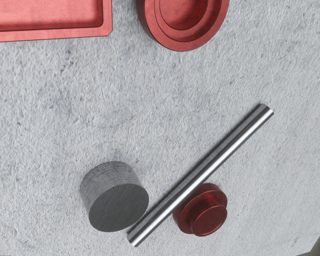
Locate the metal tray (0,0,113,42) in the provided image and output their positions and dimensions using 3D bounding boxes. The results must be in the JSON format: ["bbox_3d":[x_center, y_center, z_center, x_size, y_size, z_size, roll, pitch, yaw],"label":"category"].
[{"bbox_3d":[-0.109,-0.124,0.267,0.131,0.030,0.089,-11,123,-23],"label":"metal tray"}]

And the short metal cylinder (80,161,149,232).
[{"bbox_3d":[-0.062,0.091,0.415,0.081,0.050,0.079,-14,125,-21],"label":"short metal cylinder"}]

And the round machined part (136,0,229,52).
[{"bbox_3d":[0.021,-0.134,0.326,0.099,0.042,0.097,-14,125,-21],"label":"round machined part"}]

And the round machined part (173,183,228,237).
[{"bbox_3d":[0.075,0.146,0.530,0.099,0.042,0.097,-14,125,-21],"label":"round machined part"}]

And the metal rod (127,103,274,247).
[{"bbox_3d":[0.062,0.076,0.489,0.300,0.025,0.025,-45,130,3],"label":"metal rod"}]
